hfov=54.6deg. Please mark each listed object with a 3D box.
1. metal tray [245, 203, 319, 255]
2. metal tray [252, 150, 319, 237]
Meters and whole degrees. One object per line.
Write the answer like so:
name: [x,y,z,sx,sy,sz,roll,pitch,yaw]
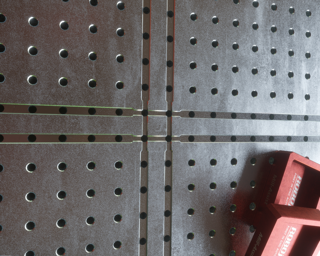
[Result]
metal tray: [0.177,0.175,0.445,0.091,0.030,0.129,10,109,-15]
metal tray: [0.208,0.110,0.486,0.090,0.030,0.130,24,82,-19]
